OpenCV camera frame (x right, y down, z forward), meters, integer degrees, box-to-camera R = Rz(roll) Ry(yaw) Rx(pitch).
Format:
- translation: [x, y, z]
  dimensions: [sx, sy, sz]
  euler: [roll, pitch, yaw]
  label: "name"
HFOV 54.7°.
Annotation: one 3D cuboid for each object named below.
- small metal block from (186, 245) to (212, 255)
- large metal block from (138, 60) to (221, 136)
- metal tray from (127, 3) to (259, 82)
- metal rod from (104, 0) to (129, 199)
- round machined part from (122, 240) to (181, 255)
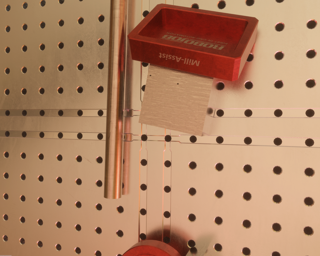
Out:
- translation: [0.051, 0.180, 0.381]
  dimensions: [0.025, 0.050, 0.050]
  euler: [-17, 85, 19]
  label: "small metal block"
- translation: [0.027, -0.037, 0.389]
  dimensions: [0.080, 0.050, 0.079]
  euler: [12, 94, 19]
  label: "large metal block"
- translation: [0.040, -0.105, 0.366]
  dimensions: [0.130, 0.090, 0.030]
  euler: [16, 140, 19]
  label: "metal tray"
- translation: [-0.061, -0.052, 0.432]
  dimensions: [0.025, 0.025, 0.298]
  euler: [2, 91, 19]
  label: "metal rod"
- translation: [-0.006, 0.195, 0.405]
  dimensions: [0.098, 0.042, 0.097]
  euler: [0, 90, 19]
  label: "round machined part"
